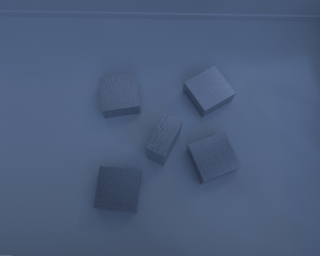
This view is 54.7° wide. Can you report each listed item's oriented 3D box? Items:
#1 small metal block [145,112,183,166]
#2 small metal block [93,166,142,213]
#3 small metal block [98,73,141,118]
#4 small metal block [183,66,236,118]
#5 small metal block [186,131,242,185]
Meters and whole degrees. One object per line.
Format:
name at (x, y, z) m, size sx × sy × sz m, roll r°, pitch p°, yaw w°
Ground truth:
small metal block at (0.005, 0.015, 0.391) m, size 0.025 × 0.050 × 0.050 m, roll 25°, pitch 72°, yaw 8°
small metal block at (-0.051, 0.076, 0.381) m, size 0.050 × 0.025 × 0.050 m, roll 5°, pitch 70°, yaw 1°
small metal block at (-0.055, -0.044, 0.425) m, size 0.050 × 0.025 × 0.050 m, roll -8°, pitch 70°, yaw -4°
small metal block at (0.067, -0.050, 0.429) m, size 0.050 × 0.025 × 0.050 m, roll -30°, pitch 73°, yaw -11°
small metal block at (0.068, 0.038, 0.396) m, size 0.050 × 0.025 × 0.050 m, roll -20°, pitch 71°, yaw -8°
